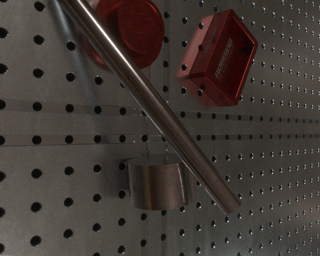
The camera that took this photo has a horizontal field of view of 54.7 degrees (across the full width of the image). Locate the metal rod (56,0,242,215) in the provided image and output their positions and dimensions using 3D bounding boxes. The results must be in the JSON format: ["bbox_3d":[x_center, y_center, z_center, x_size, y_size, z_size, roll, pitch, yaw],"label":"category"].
[{"bbox_3d":[-0.012,-0.030,0.334,0.025,0.025,0.300,-40,94,-33],"label":"metal rod"}]

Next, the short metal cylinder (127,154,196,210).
[{"bbox_3d":[0.002,0.062,0.377,0.081,0.080,0.050,-7,95,-40],"label":"short metal cylinder"}]

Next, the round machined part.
[{"bbox_3d":[-0.033,-0.119,0.372,0.099,0.042,0.097,0,90,-40],"label":"round machined part"}]

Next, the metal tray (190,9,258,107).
[{"bbox_3d":[0.107,-0.111,0.497,0.090,0.030,0.130,36,68,-34],"label":"metal tray"}]
